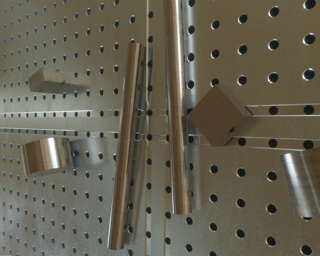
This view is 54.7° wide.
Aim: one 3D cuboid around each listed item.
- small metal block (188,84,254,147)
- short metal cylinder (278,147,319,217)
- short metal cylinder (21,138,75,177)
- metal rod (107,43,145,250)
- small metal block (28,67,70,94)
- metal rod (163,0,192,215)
[{"bbox_3d":[0.068,-0.014,0.353,0.050,0.025,0.050,-50,61,28],"label":"small metal block"},{"bbox_3d":[0.145,0.038,0.254,0.080,0.081,0.050,-20,78,38],"label":"short metal cylinder"},{"bbox_3d":[-0.192,0.051,0.533,0.080,0.081,0.050,-22,76,38],"label":"short metal cylinder"},{"bbox_3d":[-0.050,0.030,0.450,0.025,0.025,0.298,11,97,39],"label":"metal rod"},{"bbox_3d":[-0.199,-0.084,0.558,0.050,0.050,0.025,-22,76,38],"label":"small metal block"},{"bbox_3d":[0.021,-0.044,0.391,0.025,0.025,0.298,-4,87,40],"label":"metal rod"}]
